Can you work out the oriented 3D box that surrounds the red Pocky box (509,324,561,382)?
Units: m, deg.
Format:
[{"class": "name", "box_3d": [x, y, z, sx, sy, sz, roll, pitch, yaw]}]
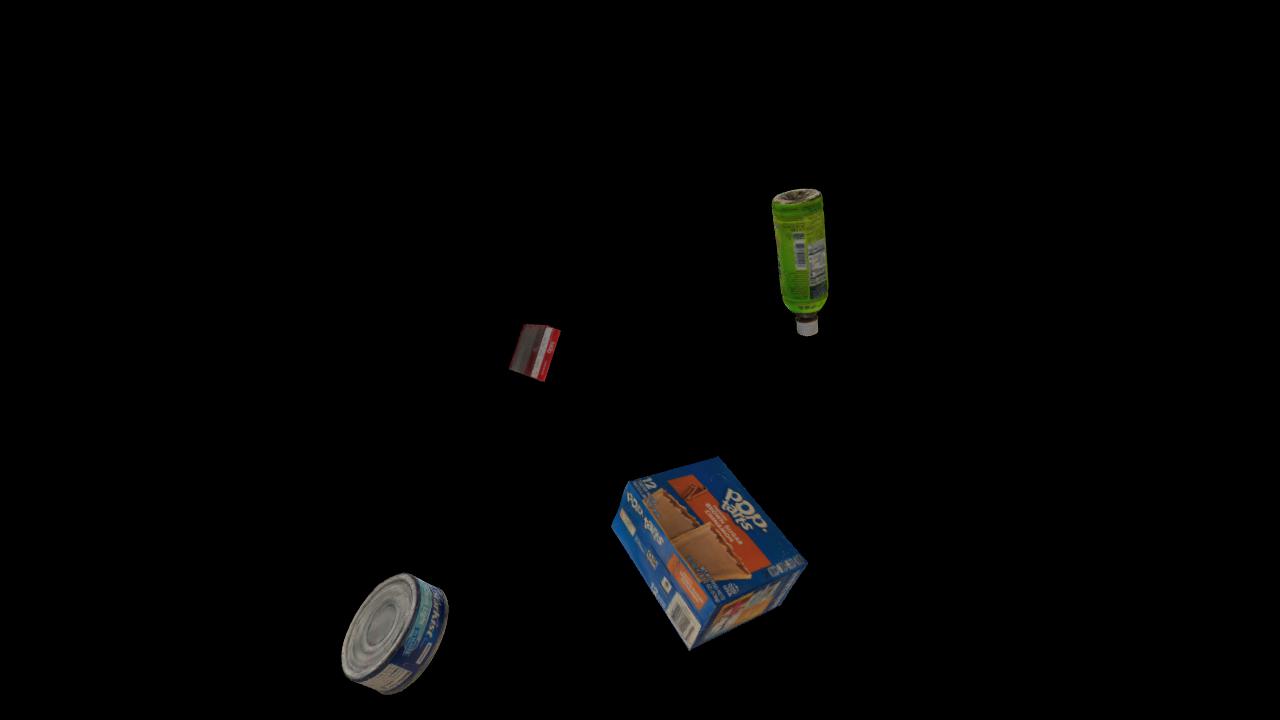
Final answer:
[{"class": "red Pocky box", "box_3d": [-0.170, -0.015, 0.981, 0.028, 0.083, 0.155, 19, -4, -24]}]

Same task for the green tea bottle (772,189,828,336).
[{"class": "green tea bottle", "box_3d": [0.234, -0.134, 0.886, 0.073, 0.212, 0.073, -9, 25, 4]}]

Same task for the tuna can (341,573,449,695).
[{"class": "tuna can", "box_3d": [-0.194, 0.214, 0.486, 0.084, 0.084, 0.034, 0, -38, 45]}]

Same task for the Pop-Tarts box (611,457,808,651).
[{"class": "Pop-Tarts box", "box_3d": [0.073, 0.206, 0.690, 0.141, 0.083, 0.167, -7, 42, -36]}]
